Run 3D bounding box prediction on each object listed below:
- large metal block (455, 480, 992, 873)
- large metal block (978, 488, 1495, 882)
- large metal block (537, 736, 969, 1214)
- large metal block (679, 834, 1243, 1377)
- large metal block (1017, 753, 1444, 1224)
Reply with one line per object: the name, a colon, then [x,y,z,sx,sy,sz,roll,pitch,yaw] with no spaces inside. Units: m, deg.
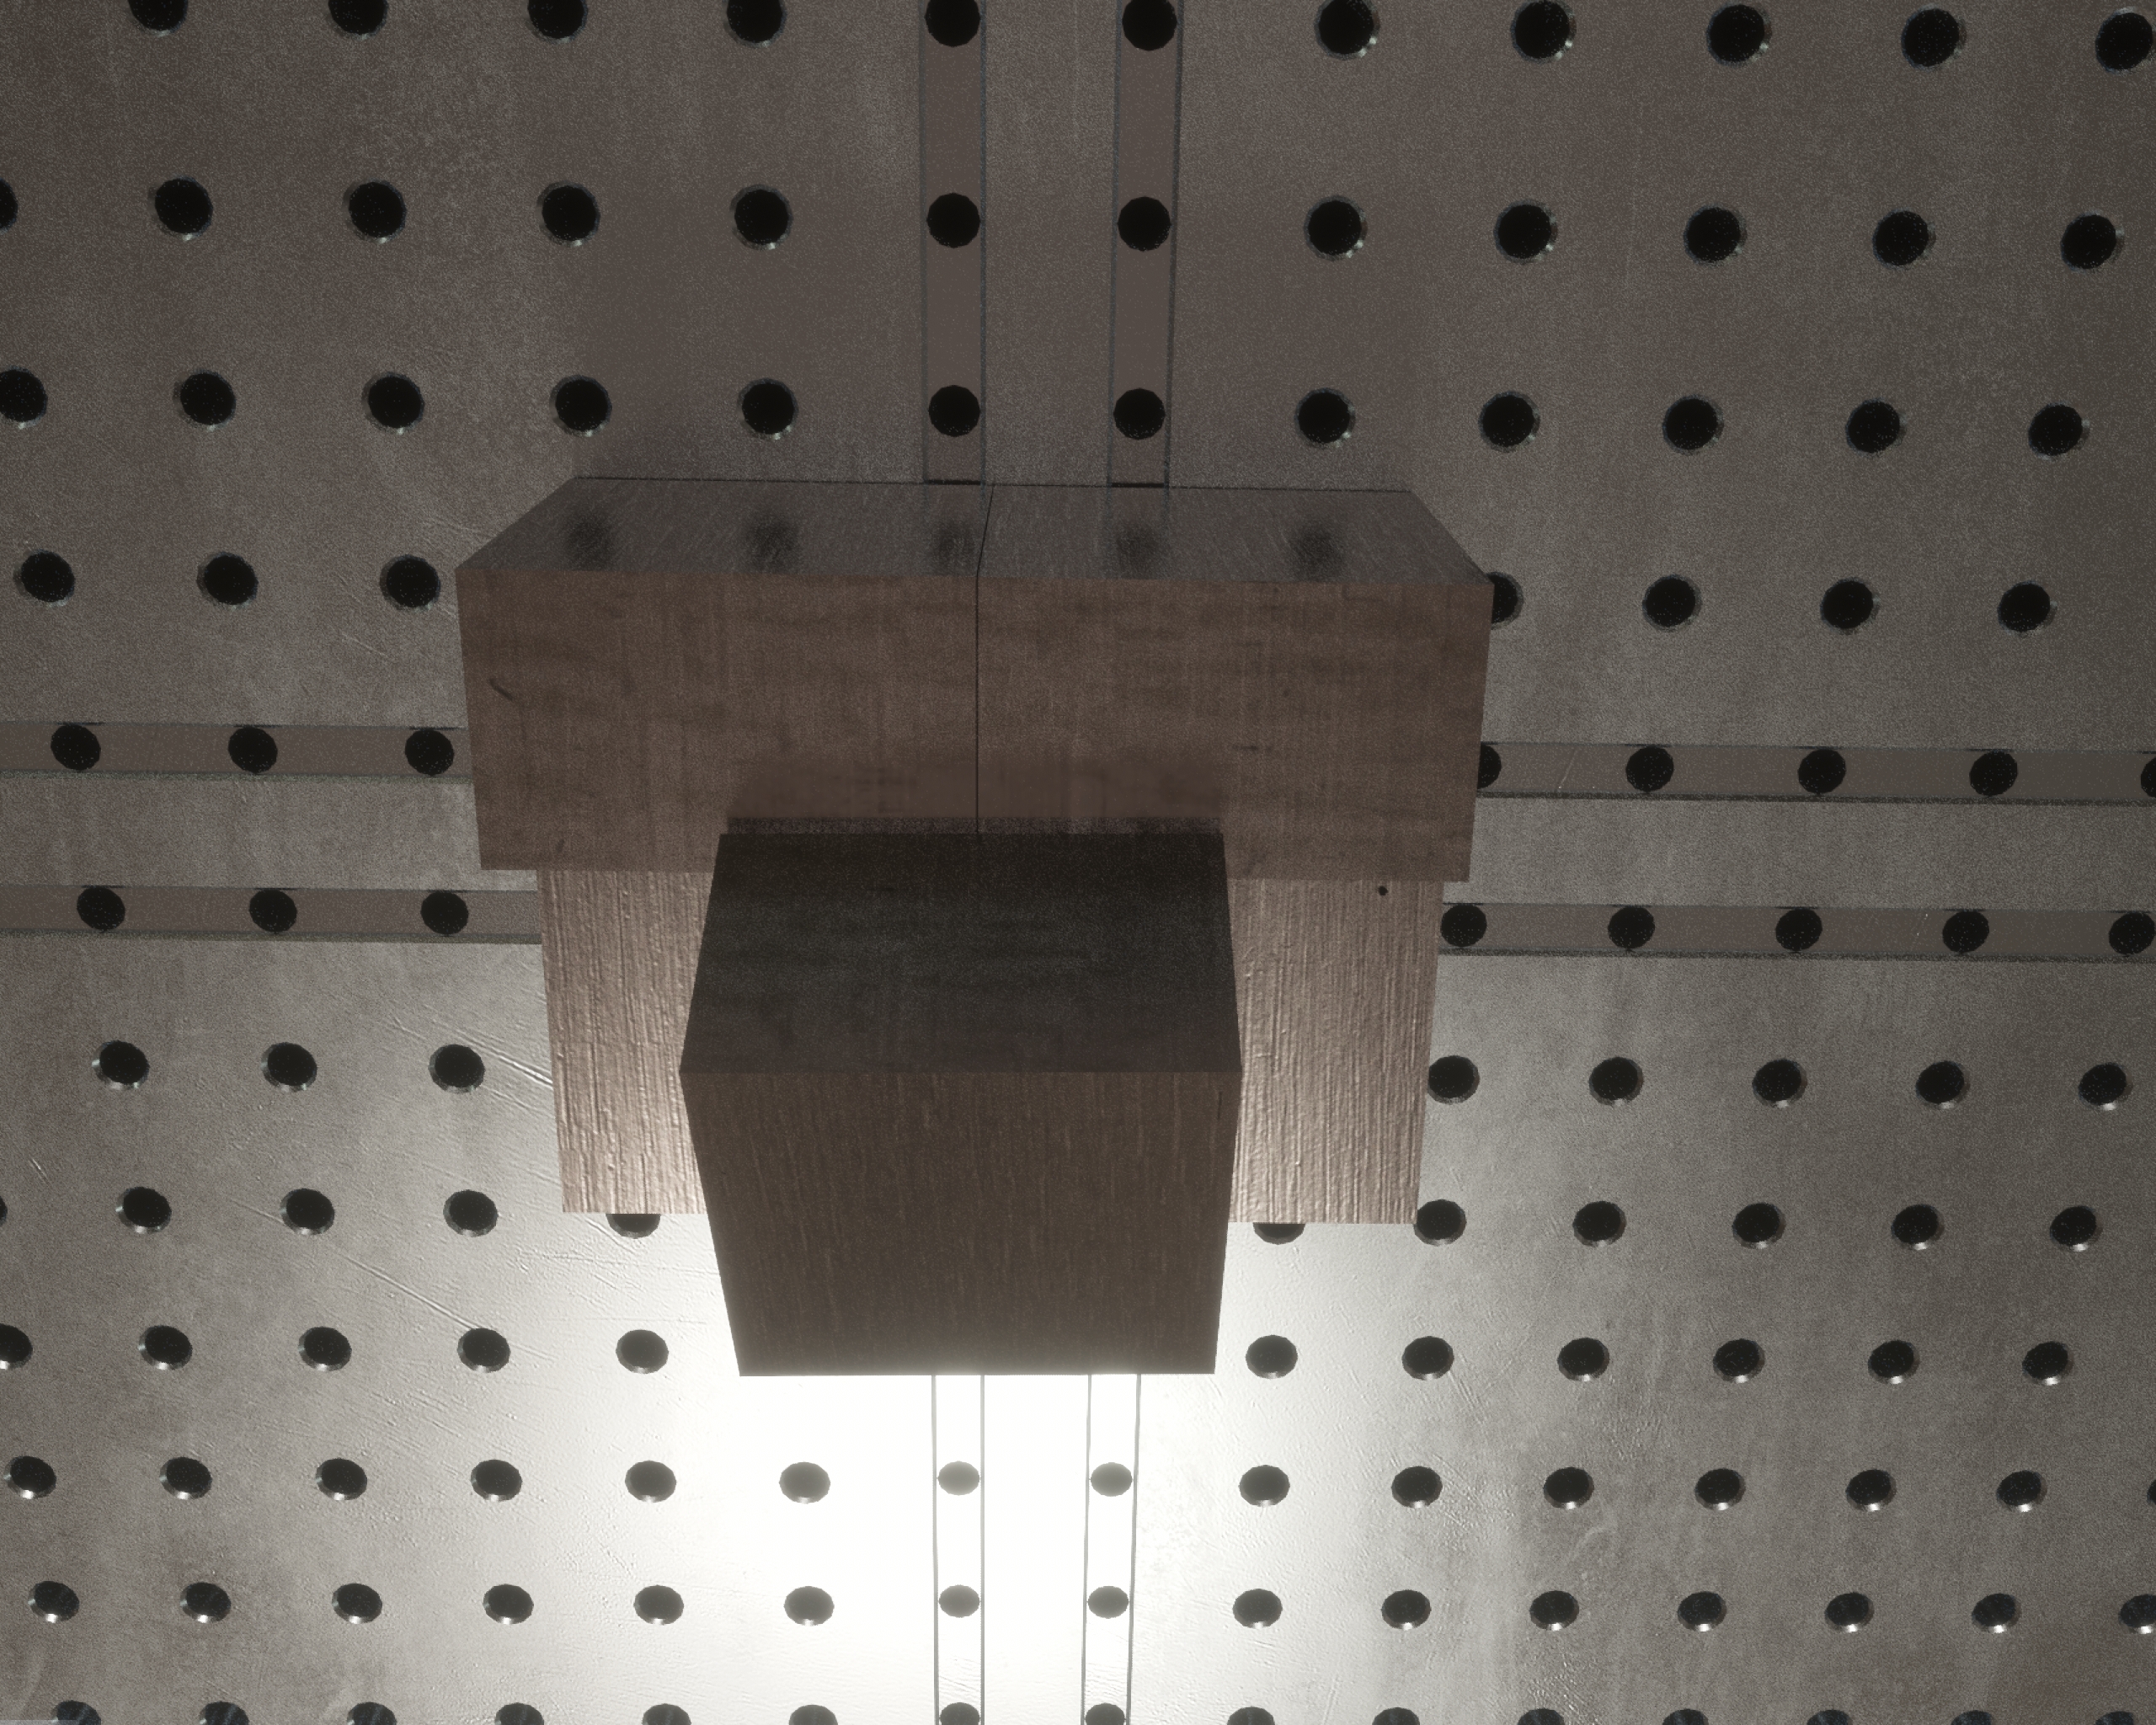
large metal block: [-0.057,-0.035,0.369,0.081,0.080,0.050,1,110,-1]
large metal block: [0.024,-0.034,0.371,0.081,0.080,0.050,1,110,-1]
large metal block: [-0.057,0.021,0.405,0.081,0.050,0.079,1,110,-1]
large metal block: [-0.017,0.041,0.344,0.081,0.050,0.079,0,134,-1]
large metal block: [0.025,0.022,0.406,0.081,0.050,0.079,1,110,-1]
